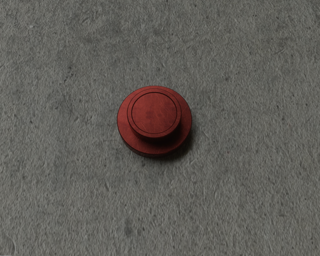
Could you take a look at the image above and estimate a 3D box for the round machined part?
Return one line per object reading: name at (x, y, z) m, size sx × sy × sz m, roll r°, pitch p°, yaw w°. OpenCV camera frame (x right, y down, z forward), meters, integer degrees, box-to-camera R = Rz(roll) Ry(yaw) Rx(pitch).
round machined part at (-0.007, -0.012, 0.404) m, size 0.099 × 0.042 × 0.098 m, roll 0°, pitch 70°, yaw -1°
